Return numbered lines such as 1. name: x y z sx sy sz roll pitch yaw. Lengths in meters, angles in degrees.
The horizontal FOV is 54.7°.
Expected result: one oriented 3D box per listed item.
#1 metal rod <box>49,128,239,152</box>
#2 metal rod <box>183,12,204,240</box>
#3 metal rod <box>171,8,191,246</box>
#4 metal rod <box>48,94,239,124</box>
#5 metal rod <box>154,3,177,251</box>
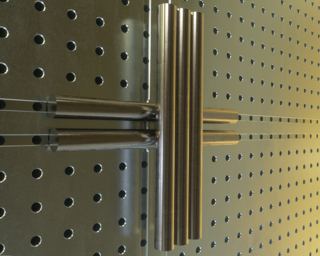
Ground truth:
1. metal rod: 0.006 0.014 0.417 0.302 0.025 0.025 1 90 -40
2. metal rod: 0.045 -0.003 0.417 0.025 0.025 0.298 1 90 -40
3. metal rod: 0.026 -0.002 0.401 0.025 0.025 0.298 1 90 -40
4. metal rod: 0.005 -0.020 0.415 0.302 0.025 0.025 1 90 -40
5. metal rod: 0.007 -0.001 0.385 0.025 0.025 0.298 1 90 -40
